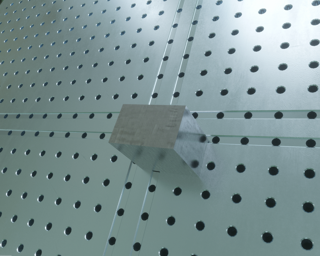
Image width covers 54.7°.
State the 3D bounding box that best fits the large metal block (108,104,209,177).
[{"bbox_3d":[0.002,0.015,0.362,0.080,0.080,0.050,4,64,29],"label":"large metal block"}]
